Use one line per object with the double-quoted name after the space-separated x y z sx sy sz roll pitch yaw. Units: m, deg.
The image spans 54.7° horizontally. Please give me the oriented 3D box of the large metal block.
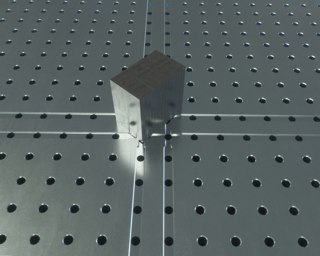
-0.014 -0.042 0.407 0.050 0.080 0.080 36 58 26 "large metal block"
